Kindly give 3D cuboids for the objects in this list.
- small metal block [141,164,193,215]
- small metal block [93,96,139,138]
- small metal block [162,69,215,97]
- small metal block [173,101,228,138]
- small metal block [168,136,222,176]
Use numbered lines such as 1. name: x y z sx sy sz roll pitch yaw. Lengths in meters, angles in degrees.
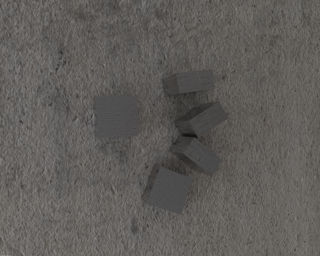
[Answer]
1. small metal block: 0.009 0.081 0.413 0.050 0.025 0.050 23 82 -19
2. small metal block: -0.056 -0.014 0.388 0.050 0.025 0.050 -3 91 -20
3. small metal block: 0.036 -0.059 0.409 0.050 0.050 0.025 -10 94 -20
4. small metal block: 0.053 -0.011 0.415 0.050 0.050 0.025 -32 101 -17
5. small metal block: 0.046 0.036 0.413 0.050 0.050 0.025 39 78 -16
